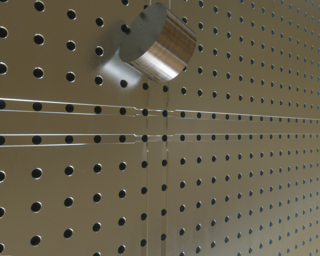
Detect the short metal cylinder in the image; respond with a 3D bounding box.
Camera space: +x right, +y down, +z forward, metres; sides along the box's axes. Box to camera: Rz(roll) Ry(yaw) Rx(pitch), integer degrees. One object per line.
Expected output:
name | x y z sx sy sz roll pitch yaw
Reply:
short metal cylinder | -0.003 -0.101 0.372 0.050 0.080 0.080 29 72 -37
